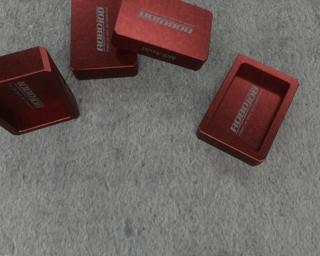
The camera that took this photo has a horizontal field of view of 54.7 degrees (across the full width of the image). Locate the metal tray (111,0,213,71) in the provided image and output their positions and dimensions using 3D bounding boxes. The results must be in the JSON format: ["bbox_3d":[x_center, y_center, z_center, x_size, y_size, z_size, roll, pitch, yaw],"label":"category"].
[{"bbox_3d":[0.005,-0.141,0.436,0.131,0.030,0.090,14,66,-12],"label":"metal tray"}]

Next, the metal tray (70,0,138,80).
[{"bbox_3d":[-0.082,-0.137,0.454,0.091,0.030,0.129,-4,70,-2],"label":"metal tray"}]

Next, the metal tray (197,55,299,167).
[{"bbox_3d":[0.118,-0.026,0.416,0.090,0.030,0.130,28,72,9],"label":"metal tray"}]

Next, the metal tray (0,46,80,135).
[{"bbox_3d":[-0.156,-0.037,0.364,0.091,0.130,0.030,-17,71,-6],"label":"metal tray"}]
